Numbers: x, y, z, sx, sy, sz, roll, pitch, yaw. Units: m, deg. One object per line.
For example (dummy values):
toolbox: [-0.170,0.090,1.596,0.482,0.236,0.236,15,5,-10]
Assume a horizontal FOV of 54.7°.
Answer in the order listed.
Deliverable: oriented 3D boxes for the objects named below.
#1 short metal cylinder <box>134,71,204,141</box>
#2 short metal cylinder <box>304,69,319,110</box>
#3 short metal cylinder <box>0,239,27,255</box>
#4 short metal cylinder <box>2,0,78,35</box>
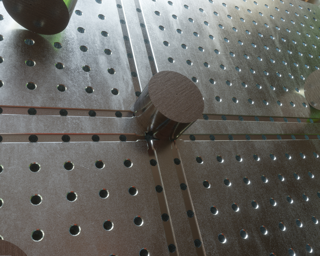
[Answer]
short metal cylinder: [0.012,-0.030,0.416,0.081,0.050,0.080,14,56,-21]
short metal cylinder: [0.329,-0.076,0.596,0.050,0.080,0.080,-10,67,-32]
short metal cylinder: [-0.140,0.130,0.237,0.081,0.050,0.080,14,56,-21]
short metal cylinder: [-0.150,-0.167,0.394,0.081,0.080,0.050,18,55,-18]
